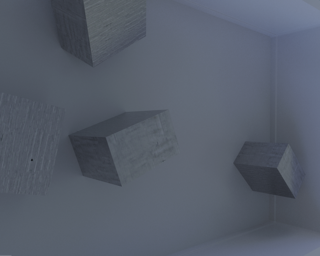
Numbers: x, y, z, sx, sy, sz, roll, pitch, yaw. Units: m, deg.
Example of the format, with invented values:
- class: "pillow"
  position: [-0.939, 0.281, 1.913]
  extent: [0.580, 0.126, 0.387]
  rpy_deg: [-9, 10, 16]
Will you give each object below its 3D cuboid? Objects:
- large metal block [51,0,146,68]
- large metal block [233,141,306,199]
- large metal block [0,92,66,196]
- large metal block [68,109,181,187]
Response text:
- class: "large metal block"
  position: [-0.059, -0.122, 0.315]
  extent: [0.080, 0.050, 0.080]
  rpy_deg: [-41, 152, -32]
- class: "large metal block"
  position: [0.186, 0.070, 0.527]
  extent: [0.080, 0.080, 0.050]
  rpy_deg: [51, 60, -28]
- class: "large metal block"
  position: [-0.139, 0.013, 0.273]
  extent: [0.081, 0.050, 0.080]
  rpy_deg: [15, 80, -39]
- class: "large metal block"
  position: [-0.039, 0.017, 0.338]
  extent: [0.081, 0.080, 0.050]
  rpy_deg: [-26, 107, -37]
